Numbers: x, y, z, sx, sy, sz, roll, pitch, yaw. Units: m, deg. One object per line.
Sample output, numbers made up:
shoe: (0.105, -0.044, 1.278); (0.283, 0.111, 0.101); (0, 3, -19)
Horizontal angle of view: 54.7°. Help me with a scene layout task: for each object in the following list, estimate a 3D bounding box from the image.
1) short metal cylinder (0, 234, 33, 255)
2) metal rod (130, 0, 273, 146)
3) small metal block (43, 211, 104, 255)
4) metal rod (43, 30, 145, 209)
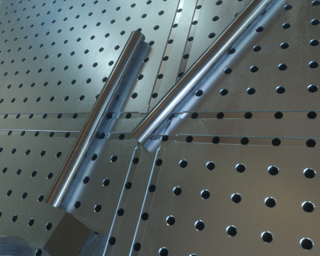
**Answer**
short metal cylinder: (-0.204, 0.170, 0.374); (0.050, 0.080, 0.080); (-4, 60, 26)
metal rod: (0.068, -0.096, 0.430); (0.300, 0.025, 0.025); (-48, 52, -6)
small metal block: (-0.105, 0.138, 0.377); (0.050, 0.025, 0.050); (21, 72, 35)
metal rod: (-0.091, -0.025, 0.469); (0.025, 0.025, 0.300); (10, 66, 32)
